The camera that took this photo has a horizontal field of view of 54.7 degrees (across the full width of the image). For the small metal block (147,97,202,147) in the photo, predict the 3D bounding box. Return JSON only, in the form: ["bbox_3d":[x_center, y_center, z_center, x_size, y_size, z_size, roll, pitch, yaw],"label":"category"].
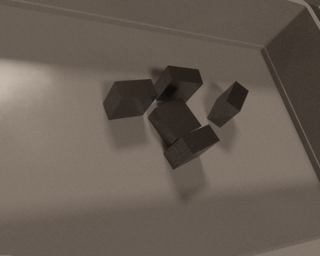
[{"bbox_3d":[0.020,-0.009,0.423,0.050,0.025,0.050,-26,76,-37],"label":"small metal block"}]

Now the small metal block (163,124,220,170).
[{"bbox_3d":[0.040,0.025,0.398,0.050,0.050,0.025,-22,74,-36],"label":"small metal block"}]

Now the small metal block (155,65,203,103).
[{"bbox_3d":[0.025,-0.061,0.442,0.050,0.050,0.025,1,61,-28],"label":"small metal block"}]

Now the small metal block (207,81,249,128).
[{"bbox_3d":[0.103,-0.035,0.469,0.025,0.050,0.050,37,51,-5],"label":"small metal block"}]

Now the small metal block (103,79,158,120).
[{"bbox_3d":[-0.038,-0.036,0.392,0.050,0.050,0.025,-10,67,-33],"label":"small metal block"}]
